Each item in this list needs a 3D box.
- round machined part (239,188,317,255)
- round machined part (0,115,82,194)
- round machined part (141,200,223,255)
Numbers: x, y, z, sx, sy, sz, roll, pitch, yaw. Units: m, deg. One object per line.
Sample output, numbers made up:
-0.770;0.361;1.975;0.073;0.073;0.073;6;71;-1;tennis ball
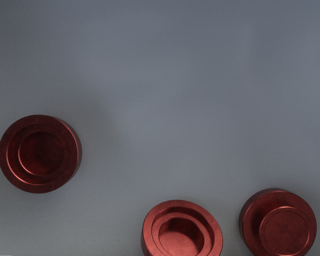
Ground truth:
0.157;0.131;0.405;0.099;0.042;0.097;0;90;-1;round machined part
-0.150;0.032;0.401;0.099;0.042;0.097;0;90;-1;round machined part
0.025;0.142;0.385;0.099;0.098;0.042;11;128;-1;round machined part
